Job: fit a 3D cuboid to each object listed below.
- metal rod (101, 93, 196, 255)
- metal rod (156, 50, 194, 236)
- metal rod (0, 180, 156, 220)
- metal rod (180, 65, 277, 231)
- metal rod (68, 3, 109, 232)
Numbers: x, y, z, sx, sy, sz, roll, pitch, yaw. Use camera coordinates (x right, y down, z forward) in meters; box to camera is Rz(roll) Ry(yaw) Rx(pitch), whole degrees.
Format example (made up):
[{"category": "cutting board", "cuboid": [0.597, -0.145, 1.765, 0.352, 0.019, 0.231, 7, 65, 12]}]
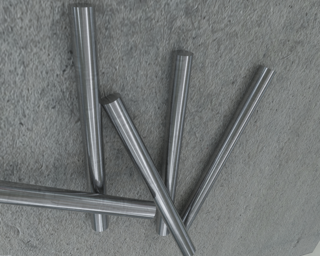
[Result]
[{"category": "metal rod", "cuboid": [-0.005, 0.084, 0.431, 0.025, 0.025, 0.299, -30, 121, -10]}, {"category": "metal rod", "cuboid": [0.016, 0.040, 0.440, 0.025, 0.025, 0.298, -9, 123, -24]}, {"category": "metal rod", "cuboid": [-0.141, 0.078, 0.355, 0.302, 0.025, 0.025, 15, 111, -27]}, {"category": "metal rod", "cuboid": [0.095, 0.044, 0.485, 0.025, 0.025, 0.298, 12, 113, -33]}, {"category": "metal rod", "cuboid": [-0.080, 0.012, 0.369, 0.025, 0.025, 0.298, -12, 123, -22]}]
